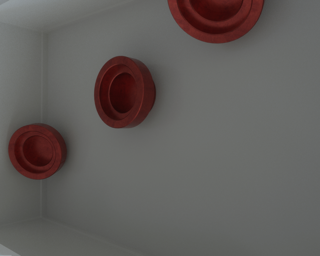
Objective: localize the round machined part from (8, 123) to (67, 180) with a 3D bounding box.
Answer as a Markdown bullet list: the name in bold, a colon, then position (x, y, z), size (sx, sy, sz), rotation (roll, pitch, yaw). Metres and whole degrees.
- **round machined part**: position (-0.212, 0.039, 0.553), size (0.098, 0.042, 0.097), rotation (1, 99, 7)

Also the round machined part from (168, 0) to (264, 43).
- **round machined part**: position (0.060, -0.142, 0.324), size (0.098, 0.042, 0.097), rotation (15, 139, 14)

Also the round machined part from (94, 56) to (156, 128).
- **round machined part**: position (-0.045, -0.048, 0.433), size (0.098, 0.042, 0.097), rotation (0, 90, 40)
